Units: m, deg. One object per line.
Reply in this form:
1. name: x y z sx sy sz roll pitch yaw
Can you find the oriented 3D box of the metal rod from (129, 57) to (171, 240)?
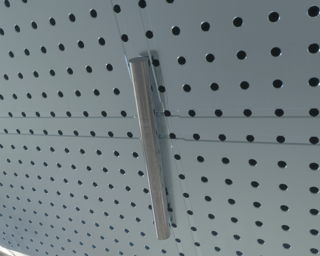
1. metal rod: -0.010 0.047 0.446 0.025 0.025 0.298 8 122 24
